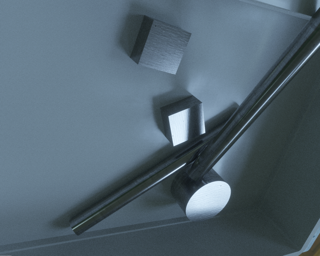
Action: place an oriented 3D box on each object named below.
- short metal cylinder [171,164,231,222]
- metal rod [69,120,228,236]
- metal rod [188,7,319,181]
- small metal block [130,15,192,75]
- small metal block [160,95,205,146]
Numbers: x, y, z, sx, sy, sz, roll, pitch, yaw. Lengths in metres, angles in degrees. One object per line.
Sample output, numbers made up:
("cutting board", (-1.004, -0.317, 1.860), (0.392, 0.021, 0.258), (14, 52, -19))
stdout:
("short metal cylinder", (0.064, 0.101, 0.493), (0.081, 0.050, 0.079), (-14, 125, -21))
("metal rod", (0.008, 0.060, 0.451), (0.301, 0.025, 0.025), (-32, 129, -8))
("metal rod", (0.108, -0.025, 0.357), (0.025, 0.025, 0.298), (-1, 142, -29))
("small metal block", (0.001, -0.094, 0.352), (0.050, 0.025, 0.050), (8, 114, -33))
("small metal block", (0.032, -0.010, 0.422), (0.050, 0.025, 0.050), (-22, 127, -15))
